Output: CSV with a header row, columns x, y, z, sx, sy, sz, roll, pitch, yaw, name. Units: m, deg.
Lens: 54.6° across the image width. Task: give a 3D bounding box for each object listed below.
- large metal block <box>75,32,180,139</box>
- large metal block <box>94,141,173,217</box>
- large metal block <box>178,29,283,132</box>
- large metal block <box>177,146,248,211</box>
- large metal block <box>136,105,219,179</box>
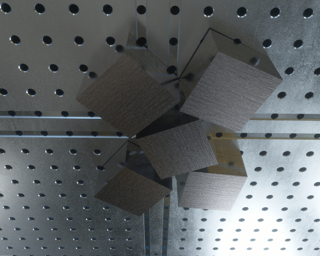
x,y,z,sx,sy,sz,roll,pitch,yaw,name
-0.035,-0.046,0.355,0.080,0.050,0.080,-36,121,27,large metal block
-0.039,0.077,0.458,0.080,0.050,0.080,31,123,-23,large metal block
0.074,-0.051,0.351,0.080,0.050,0.080,18,128,-19,large metal block
0.073,0.076,0.460,0.080,0.050,0.079,6,130,-6,large metal block
0.023,0.014,0.406,0.080,0.050,0.080,-18,128,14,large metal block
